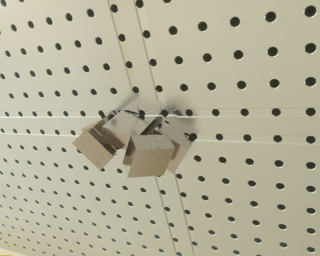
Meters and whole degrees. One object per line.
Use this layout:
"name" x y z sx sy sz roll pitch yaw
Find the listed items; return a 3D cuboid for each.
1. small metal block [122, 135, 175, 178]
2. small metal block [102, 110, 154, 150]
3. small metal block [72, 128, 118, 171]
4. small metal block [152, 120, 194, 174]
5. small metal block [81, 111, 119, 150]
"small metal block" -0.015 0.035 0.389 0.050 0.025 0.050 0 131 -25
"small metal block" -0.043 0.004 0.418 0.050 0.050 0.025 17 125 18
"small metal block" -0.086 0.027 0.419 0.025 0.050 0.050 -45 94 1
"small metal block" 0.011 0.026 0.421 0.050 0.025 0.050 31 128 7
"small metal block" -0.080 0.009 0.457 0.050 0.025 0.050 -21 108 35
